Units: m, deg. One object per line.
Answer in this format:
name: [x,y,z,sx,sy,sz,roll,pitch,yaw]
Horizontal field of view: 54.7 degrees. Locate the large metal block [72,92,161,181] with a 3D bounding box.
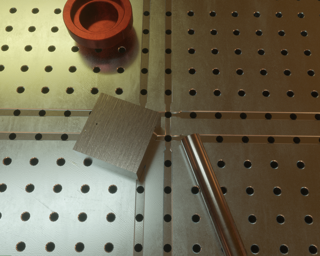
large metal block: [-0.051,0.012,0.394,0.080,0.050,0.080,20,71,6]

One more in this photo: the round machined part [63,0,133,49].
round machined part: [-0.089,-0.158,0.460,0.099,0.042,0.098,0,70,-1]

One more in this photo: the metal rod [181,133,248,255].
metal rod: [0.088,0.146,0.359,0.025,0.025,0.299,-18,71,-7]
